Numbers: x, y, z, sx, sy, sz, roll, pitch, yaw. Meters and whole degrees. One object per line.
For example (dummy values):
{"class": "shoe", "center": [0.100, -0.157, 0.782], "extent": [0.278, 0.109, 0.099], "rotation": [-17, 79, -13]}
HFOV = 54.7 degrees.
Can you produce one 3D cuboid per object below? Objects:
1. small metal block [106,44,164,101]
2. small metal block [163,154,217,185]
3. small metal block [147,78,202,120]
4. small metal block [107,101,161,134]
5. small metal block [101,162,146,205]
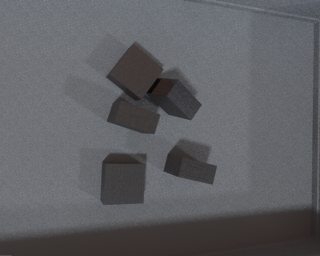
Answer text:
{"class": "small metal block", "center": [-0.032, -0.071, 0.399], "extent": [0.050, 0.025, 0.050], "rotation": [38, 78, -16]}
{"class": "small metal block", "center": [0.039, 0.054, 0.413], "extent": [0.050, 0.050, 0.025], "rotation": [16, 85, -20]}
{"class": "small metal block", "center": [0.017, -0.038, 0.398], "extent": [0.050, 0.050, 0.025], "rotation": [42, 76, -33]}
{"class": "small metal block", "center": [-0.034, -0.012, 0.386], "extent": [0.050, 0.050, 0.025], "rotation": [19, 84, -20]}
{"class": "small metal block", "center": [-0.047, 0.069, 0.394], "extent": [0.050, 0.025, 0.050], "rotation": [3, 89, -20]}
